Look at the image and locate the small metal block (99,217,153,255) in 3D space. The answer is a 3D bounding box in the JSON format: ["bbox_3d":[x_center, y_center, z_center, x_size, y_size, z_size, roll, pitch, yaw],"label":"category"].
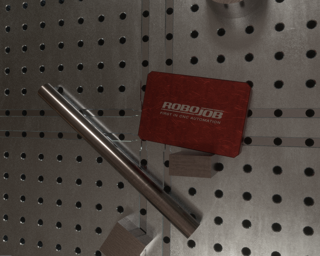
[{"bbox_3d":[-0.047,0.161,0.428,0.050,0.025,0.050,36,101,16],"label":"small metal block"}]

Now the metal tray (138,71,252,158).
[{"bbox_3d":[0.043,-0.019,0.394,0.130,0.030,0.089,10,93,19],"label":"metal tray"}]

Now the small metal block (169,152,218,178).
[{"bbox_3d":[0.043,0.044,0.384,0.050,0.050,0.025,1,91,19],"label":"small metal block"}]

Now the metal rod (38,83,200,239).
[{"bbox_3d":[-0.066,0.037,0.434,0.300,0.025,0.025,41,103,15],"label":"metal rod"}]

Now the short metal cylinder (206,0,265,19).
[{"bbox_3d":[0.088,-0.178,0.368,0.080,0.050,0.079,0,90,19],"label":"short metal cylinder"}]
